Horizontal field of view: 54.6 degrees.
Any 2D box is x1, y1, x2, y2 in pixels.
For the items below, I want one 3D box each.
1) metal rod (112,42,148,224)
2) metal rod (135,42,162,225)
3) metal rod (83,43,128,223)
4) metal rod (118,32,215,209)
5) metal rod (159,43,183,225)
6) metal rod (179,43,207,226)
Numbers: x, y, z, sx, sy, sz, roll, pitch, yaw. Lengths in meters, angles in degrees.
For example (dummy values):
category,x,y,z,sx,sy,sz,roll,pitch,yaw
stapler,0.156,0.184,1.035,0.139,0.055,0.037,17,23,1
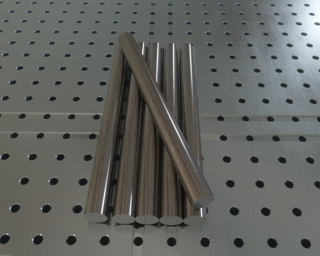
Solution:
category,x,y,z,sx,sy,sz,roll,pitch,yaw
metal rod,-0.035,-0.019,0.422,0.025,0.025,0.300,1,50,1
metal rod,-0.011,-0.018,0.422,0.025,0.025,0.300,1,50,1
metal rod,-0.065,-0.020,0.423,0.025,0.025,0.300,1,50,1
metal rod,-0.005,-0.033,0.403,0.025,0.025,0.300,-15,52,-12
metal rod,0.015,-0.017,0.423,0.025,0.025,0.300,1,50,1
metal rod,0.041,-0.017,0.423,0.025,0.025,0.300,1,50,1
